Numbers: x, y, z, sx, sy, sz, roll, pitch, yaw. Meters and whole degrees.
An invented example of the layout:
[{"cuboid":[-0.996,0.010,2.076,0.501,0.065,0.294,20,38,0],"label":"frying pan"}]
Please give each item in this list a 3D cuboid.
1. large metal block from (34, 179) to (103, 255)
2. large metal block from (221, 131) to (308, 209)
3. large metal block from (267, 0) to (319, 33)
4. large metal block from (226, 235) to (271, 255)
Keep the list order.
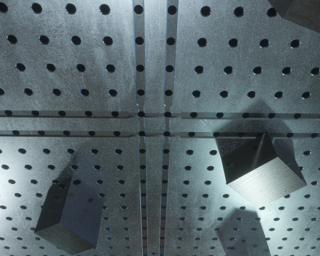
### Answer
[{"cuboid":[-0.141,0.143,0.495,0.050,0.080,0.080,-26,126,20],"label":"large metal block"},{"cuboid":[0.150,0.064,0.452,0.080,0.050,0.080,-36,122,26],"label":"large metal block"},{"cuboid":[0.145,-0.122,0.274,0.081,0.080,0.050,16,128,-13],"label":"large metal block"},{"cuboid":[0.177,0.271,0.609,0.050,0.080,0.079,14,129,-12],"label":"large metal block"}]
